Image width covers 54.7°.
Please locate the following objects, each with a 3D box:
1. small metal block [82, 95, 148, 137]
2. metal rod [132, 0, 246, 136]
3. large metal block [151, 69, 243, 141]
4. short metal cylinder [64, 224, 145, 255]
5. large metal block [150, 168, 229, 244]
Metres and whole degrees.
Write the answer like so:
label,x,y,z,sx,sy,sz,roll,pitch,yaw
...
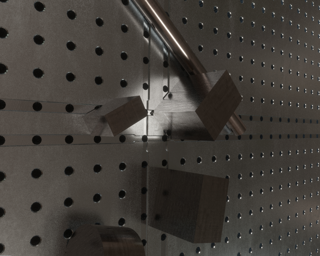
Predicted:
label,x,y,z,sx,sy,sz,roll,pitch,yaw
small metal block,-0.051,-0.014,0.352,0.050,0.050,0.025,-35,112,-35
metal rod,0.046,-0.092,0.450,0.300,0.025,0.025,47,62,-30
large metal block,0.050,-0.030,0.417,0.080,0.080,0.050,-51,121,-28
short metal cylinder,-0.060,0.144,0.325,0.050,0.080,0.080,21,77,-39
large metal block,0.038,0.099,0.408,0.050,0.080,0.080,16,80,-39
